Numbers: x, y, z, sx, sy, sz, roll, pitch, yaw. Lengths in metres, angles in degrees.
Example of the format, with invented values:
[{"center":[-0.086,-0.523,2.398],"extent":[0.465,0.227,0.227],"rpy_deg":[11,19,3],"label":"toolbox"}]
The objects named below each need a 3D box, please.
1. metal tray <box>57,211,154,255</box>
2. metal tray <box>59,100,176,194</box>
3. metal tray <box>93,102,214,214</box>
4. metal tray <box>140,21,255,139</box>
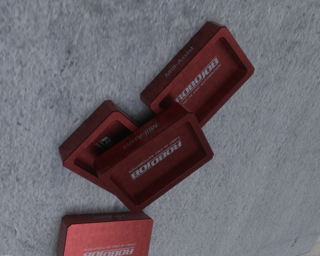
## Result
[{"center":[-0.079,0.172,0.449],"extent":[0.131,0.030,0.089],"rpy_deg":[6,95,-32],"label":"metal tray"},{"center":[-0.050,0.036,0.399],"extent":[0.090,0.030,0.130],"rpy_deg":[-45,130,3],"label":"metal tray"},{"center":[-0.004,0.039,0.387],"extent":[0.130,0.030,0.090],"rpy_deg":[-35,129,-5],"label":"metal tray"},{"center":[0.050,-0.057,0.397],"extent":[0.130,0.030,0.090],"rpy_deg":[-47,130,4],"label":"metal tray"}]
